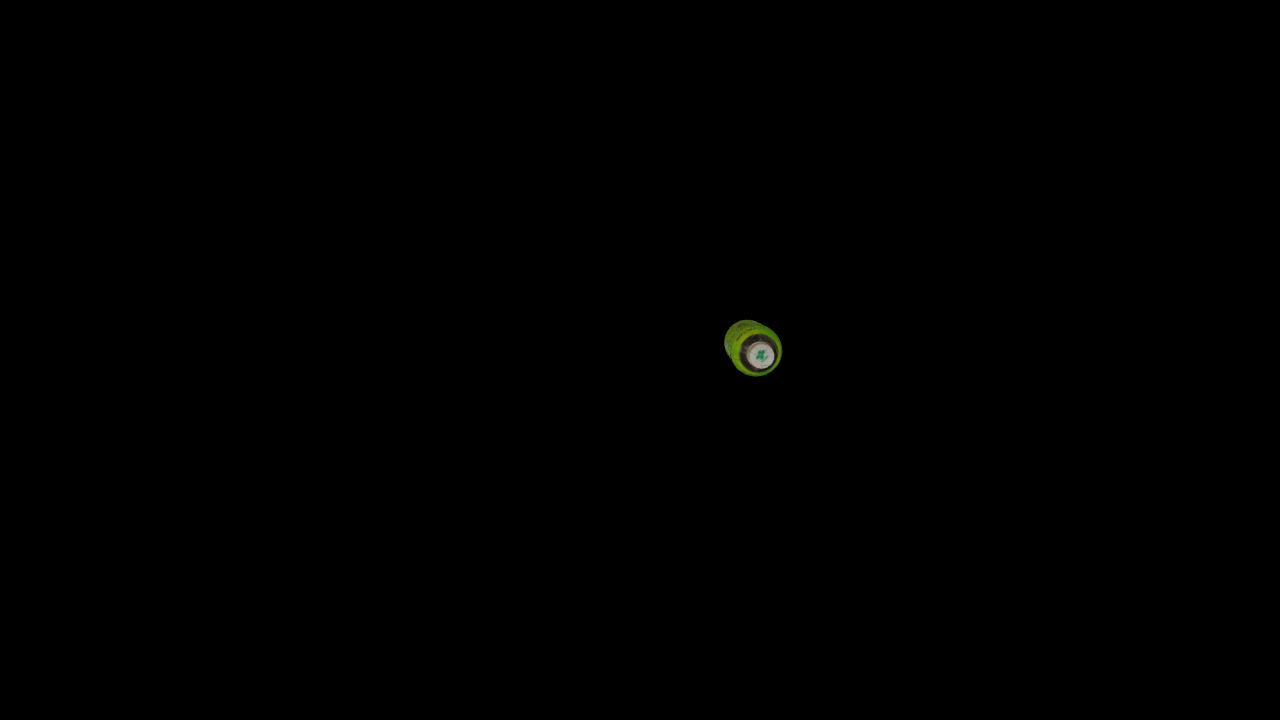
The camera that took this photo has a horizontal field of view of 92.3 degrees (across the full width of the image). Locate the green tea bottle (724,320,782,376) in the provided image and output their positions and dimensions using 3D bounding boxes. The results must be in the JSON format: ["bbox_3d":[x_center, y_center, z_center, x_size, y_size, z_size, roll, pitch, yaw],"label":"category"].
[{"bbox_3d":[0.156,-0.015,0.848,0.073,0.073,0.212,0,9,4],"label":"green tea bottle"}]
